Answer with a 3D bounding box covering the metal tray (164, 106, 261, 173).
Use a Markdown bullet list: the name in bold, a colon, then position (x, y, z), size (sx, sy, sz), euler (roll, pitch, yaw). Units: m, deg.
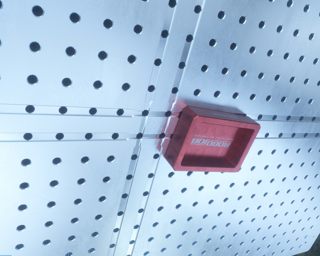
- **metal tray**: position (0.081, 0.021, 0.467), size (0.131, 0.030, 0.089), euler (7, 115, -32)
